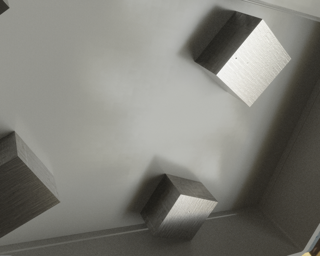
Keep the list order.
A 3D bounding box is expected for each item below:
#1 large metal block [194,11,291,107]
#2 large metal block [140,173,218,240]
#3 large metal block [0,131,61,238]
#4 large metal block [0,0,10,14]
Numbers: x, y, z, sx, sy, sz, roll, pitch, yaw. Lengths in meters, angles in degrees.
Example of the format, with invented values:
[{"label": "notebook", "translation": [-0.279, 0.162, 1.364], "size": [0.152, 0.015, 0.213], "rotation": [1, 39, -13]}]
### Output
[{"label": "large metal block", "translation": [0.106, -0.087, 0.397], "size": [0.080, 0.050, 0.080], "rotation": [33, 100, -38]}, {"label": "large metal block", "translation": [0.029, 0.125, 0.486], "size": [0.080, 0.050, 0.080], "rotation": [20, 108, -36]}, {"label": "large metal block", "translation": [-0.170, 0.064, 0.339], "size": [0.080, 0.050, 0.080], "rotation": [-31, 129, -9]}, {"label": "large metal block", "translation": [-0.163, -0.093, 0.226], "size": [0.080, 0.080, 0.050], "rotation": [-38, 129, -3]}]
